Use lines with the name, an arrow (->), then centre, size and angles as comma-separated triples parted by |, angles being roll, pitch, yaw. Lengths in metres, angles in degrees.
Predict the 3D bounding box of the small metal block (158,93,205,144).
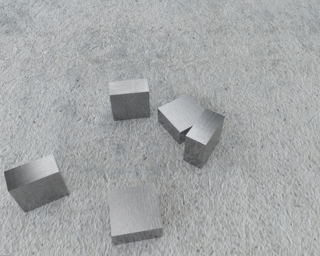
small metal block -> 0.032, -0.013, 0.414 | 0.050, 0.025, 0.050 | -27, 55, -21

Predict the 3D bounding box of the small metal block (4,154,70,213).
small metal block -> -0.131, 0.060, 0.335 | 0.050, 0.050, 0.025 | -21, 53, -17

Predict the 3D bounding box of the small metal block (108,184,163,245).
small metal block -> -0.026, 0.090, 0.327 | 0.050, 0.025, 0.050 | -8, 50, -7

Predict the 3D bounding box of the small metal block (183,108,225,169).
small metal block -> 0.053, 0.013, 0.376 | 0.025, 0.050, 0.050 | 26, 55, 20

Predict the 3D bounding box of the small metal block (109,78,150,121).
small metal block -> -0.040, -0.037, 0.418 | 0.050, 0.050, 0.025 | -6, 51, -5
